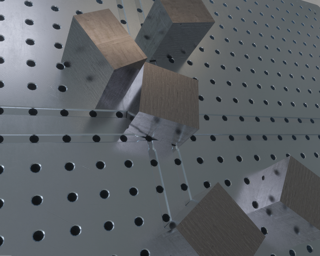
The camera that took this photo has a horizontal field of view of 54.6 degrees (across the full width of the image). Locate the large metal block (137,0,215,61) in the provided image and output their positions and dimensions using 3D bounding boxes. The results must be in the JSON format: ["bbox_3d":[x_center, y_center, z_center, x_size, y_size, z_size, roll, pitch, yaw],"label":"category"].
[{"bbox_3d":[0.023,-0.152,0.478,0.081,0.080,0.050,-14,69,-34],"label":"large metal block"}]

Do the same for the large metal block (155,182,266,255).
[{"bbox_3d":[0.057,0.122,0.348,0.080,0.050,0.080,49,51,6],"label":"large metal block"}]

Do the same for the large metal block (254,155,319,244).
[{"bbox_3d":[0.188,0.100,0.431,0.080,0.050,0.080,36,51,-4],"label":"large metal block"}]

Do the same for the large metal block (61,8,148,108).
[{"bbox_3d":[-0.072,-0.085,0.386,0.050,0.080,0.080,-30,78,-37],"label":"large metal block"}]

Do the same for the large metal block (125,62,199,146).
[{"bbox_3d":[0.004,-0.031,0.413,0.080,0.050,0.080,16,55,-19],"label":"large metal block"}]
